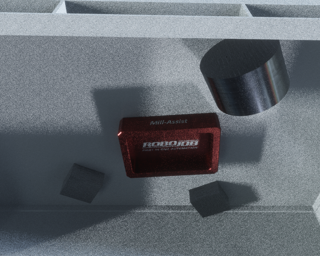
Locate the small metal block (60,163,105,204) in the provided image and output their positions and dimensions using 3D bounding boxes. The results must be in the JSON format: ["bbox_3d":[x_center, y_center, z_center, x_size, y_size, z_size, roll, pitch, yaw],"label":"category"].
[{"bbox_3d":[-0.121,0.087,0.481,0.050,0.025,0.050,23,126,-19],"label":"small metal block"}]

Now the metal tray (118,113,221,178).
[{"bbox_3d":[0.014,0.026,0.428,0.131,0.030,0.089,-3,130,2],"label":"metal tray"}]

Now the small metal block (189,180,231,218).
[{"bbox_3d":[0.082,0.118,0.511,0.050,0.025,0.050,-23,127,18],"label":"small metal block"}]

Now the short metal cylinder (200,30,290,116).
[{"bbox_3d":[0.089,-0.058,0.325,0.080,0.080,0.050,-20,127,16],"label":"short metal cylinder"}]
